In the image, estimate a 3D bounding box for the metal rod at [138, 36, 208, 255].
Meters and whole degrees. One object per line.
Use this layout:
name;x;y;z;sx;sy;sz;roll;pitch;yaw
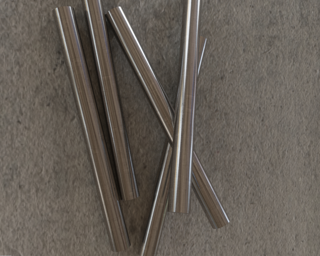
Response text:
metal rod;0.018;0.021;0.416;0.025;0.025;0.299;16;85;-20

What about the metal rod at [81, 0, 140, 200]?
metal rod;-0.065;-0.058;0.385;0.025;0.025;0.298;-12;94;-20

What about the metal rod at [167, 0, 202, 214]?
metal rod;0.033;-0.049;0.383;0.025;0.025;0.299;12;71;-20

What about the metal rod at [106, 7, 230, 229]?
metal rod;0.010;-0.012;0.391;0.025;0.025;0.299;-27;91;-18

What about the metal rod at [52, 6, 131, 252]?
metal rod;-0.082;0.005;0.379;0.025;0.025;0.298;-14;95;-20
